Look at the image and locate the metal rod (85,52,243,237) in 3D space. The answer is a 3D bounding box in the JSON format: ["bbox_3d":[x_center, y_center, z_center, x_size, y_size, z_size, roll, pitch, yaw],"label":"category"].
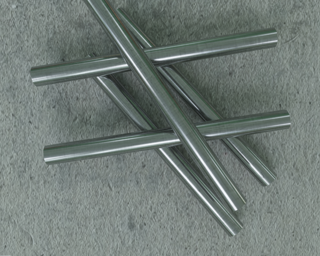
[{"bbox_3d":[0.003,0.022,0.410,0.025,0.025,0.300,-41,91,0],"label":"metal rod"}]

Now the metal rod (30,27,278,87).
[{"bbox_3d":[-0.006,-0.089,0.386,0.302,0.025,0.025,-10,90,-1],"label":"metal rod"}]

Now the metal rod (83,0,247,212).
[{"bbox_3d":[0.006,-0.032,0.361,0.025,0.025,0.299,-35,91,0],"label":"metal rod"}]

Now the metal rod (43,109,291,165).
[{"bbox_3d":[0.009,0.011,0.387,0.302,0.025,0.025,-9,90,-1],"label":"metal rod"}]

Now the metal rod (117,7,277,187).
[{"bbox_3d":[0.044,-0.040,0.411,0.025,0.025,0.300,-43,91,0],"label":"metal rod"}]
